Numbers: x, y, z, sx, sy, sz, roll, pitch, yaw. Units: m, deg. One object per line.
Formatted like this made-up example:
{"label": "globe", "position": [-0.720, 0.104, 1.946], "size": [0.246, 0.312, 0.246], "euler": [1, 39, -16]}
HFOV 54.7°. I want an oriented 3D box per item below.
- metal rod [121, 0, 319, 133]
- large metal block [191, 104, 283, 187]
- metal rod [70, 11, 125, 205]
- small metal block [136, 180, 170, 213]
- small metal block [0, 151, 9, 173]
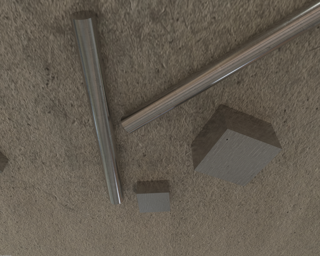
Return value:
{"label": "metal rod", "position": [0.079, -0.072, 0.346], "size": [0.300, 0.025, 0.025], "euler": [-29, 125, 22]}
{"label": "large metal block", "position": [0.098, 0.025, 0.414], "size": [0.081, 0.050, 0.079], "euler": [19, 127, -16]}
{"label": "metal rod", "position": [-0.074, 0.001, 0.406], "size": [0.025, 0.025, 0.298], "euler": [-1, 130, 1]}
{"label": "small metal block", "position": [-0.010, 0.111, 0.502], "size": [0.050, 0.025, 0.050], "euler": [-3, 130, 2]}
{"label": "small metal block", "position": [-0.257, 0.045, 0.442], "size": [0.050, 0.025, 0.050], "euler": [-18, 128, 14]}
